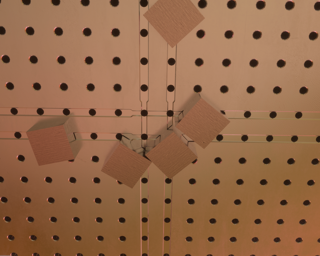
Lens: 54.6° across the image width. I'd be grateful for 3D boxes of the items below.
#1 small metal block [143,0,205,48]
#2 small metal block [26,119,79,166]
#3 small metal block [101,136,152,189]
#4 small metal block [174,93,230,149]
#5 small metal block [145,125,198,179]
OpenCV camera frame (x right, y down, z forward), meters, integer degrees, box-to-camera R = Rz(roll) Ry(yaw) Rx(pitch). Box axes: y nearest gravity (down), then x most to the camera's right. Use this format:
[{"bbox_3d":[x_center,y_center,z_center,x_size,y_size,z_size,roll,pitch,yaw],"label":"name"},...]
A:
[{"bbox_3d":[0.016,-0.131,0.365,0.050,0.025,0.050,-41,105,13],"label":"small metal block"},{"bbox_3d":[-0.144,0.019,0.419,0.050,0.025,0.050,-11,110,4],"label":"small metal block"},{"bbox_3d":[-0.045,0.048,0.431,0.050,0.025,0.050,32,107,-11],"label":"small metal block"},{"bbox_3d":[0.055,-0.009,0.410,0.050,0.025,0.050,38,106,-13],"label":"small metal block"},{"bbox_3d":[0.016,0.033,0.426,0.050,0.025,0.050,-40,106,13],"label":"small metal block"}]
